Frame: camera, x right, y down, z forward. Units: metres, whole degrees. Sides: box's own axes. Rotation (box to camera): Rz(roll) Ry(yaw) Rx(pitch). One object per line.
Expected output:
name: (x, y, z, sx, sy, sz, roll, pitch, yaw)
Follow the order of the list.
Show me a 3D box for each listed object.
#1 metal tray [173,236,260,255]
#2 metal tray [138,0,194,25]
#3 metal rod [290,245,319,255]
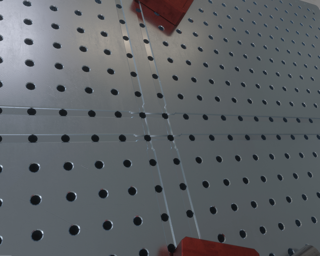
metal tray: (0.060, 0.178, 0.299, 0.091, 0.030, 0.130, 14, 41, -9)
metal tray: (0.021, -0.256, 0.572, 0.090, 0.030, 0.130, 32, 52, -8)
metal rod: (0.080, 0.195, 0.332, 0.303, 0.025, 0.025, -12, 68, -33)
